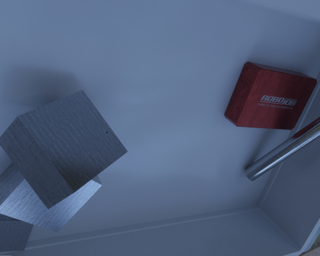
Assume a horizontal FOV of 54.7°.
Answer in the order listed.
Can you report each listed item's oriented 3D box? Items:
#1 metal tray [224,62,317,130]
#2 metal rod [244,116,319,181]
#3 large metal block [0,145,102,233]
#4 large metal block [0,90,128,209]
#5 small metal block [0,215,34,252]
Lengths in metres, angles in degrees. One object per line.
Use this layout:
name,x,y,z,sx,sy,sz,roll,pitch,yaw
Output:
metal tray,0.170,-0.045,0.473,0.131,0.030,0.089,3,117,-30
metal rod,0.245,-0.005,0.468,0.025,0.025,0.299,15,134,-35
large metal block,-0.130,0.065,0.362,0.080,0.050,0.080,-47,130,4
large metal block,-0.093,0.018,0.307,0.050,0.080,0.080,-34,-178,37
small metal block,-0.189,0.125,0.383,0.050,0.025,0.050,12,112,-34
